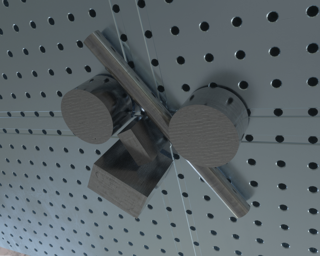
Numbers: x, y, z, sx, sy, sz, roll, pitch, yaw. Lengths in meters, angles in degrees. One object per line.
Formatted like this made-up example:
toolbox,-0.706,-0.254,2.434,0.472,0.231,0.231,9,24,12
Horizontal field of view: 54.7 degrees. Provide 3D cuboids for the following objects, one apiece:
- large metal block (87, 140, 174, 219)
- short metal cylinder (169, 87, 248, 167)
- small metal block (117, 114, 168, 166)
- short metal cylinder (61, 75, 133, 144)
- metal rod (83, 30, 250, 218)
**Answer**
large metal block,-0.040,0.063,0.430,0.080,0.080,0.050,30,129,9
short metal cylinder,0.057,-0.001,0.359,0.080,0.050,0.079,13,124,21
small metal block,-0.021,0.013,0.409,0.025,0.050,0.050,-23,106,36
short metal cylinder,-0.085,-0.025,0.419,0.080,0.050,0.079,13,124,21
metal rod,0.013,0.000,0.399,0.300,0.025,0.025,49,129,-7
